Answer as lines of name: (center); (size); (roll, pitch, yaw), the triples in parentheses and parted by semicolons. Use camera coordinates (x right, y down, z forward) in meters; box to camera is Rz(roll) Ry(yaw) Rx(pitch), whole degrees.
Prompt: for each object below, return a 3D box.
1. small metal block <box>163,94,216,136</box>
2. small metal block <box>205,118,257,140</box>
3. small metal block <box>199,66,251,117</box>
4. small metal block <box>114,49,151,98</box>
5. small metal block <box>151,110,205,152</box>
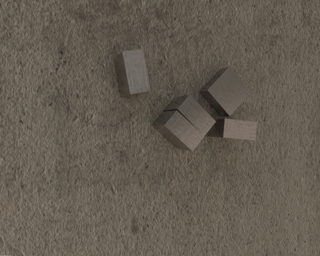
small metal block: (0.038, -0.016, 0.410); (0.050, 0.050, 0.025); (44, 76, -15)
small metal block: (0.098, 0.002, 0.432); (0.050, 0.050, 0.025); (5, 89, -20)
small metal block: (0.093, -0.051, 0.443); (0.050, 0.025, 0.050); (-47, 105, -14)
small metal block: (-0.036, -0.066, 0.382); (0.025, 0.050, 0.050); (-12, 94, -20)
small metal block: (0.022, 0.003, 0.404); (0.050, 0.050, 0.025); (42, 77, -15)
